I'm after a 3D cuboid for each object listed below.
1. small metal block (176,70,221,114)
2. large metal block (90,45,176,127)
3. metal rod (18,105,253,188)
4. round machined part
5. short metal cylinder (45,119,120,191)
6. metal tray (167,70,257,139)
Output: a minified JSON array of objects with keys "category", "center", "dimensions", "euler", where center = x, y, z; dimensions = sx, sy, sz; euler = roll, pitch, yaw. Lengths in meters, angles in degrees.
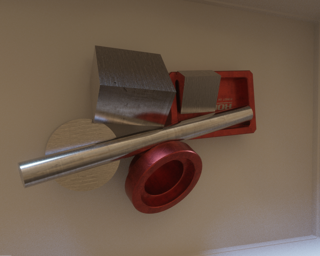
[{"category":"small metal block","center":[0.048,-0.048,0.405],"dimensions":[0.050,0.025,0.050],"euler":[-5,118,-20]},{"category":"large metal block","center":[-0.035,-0.049,0.359],"dimensions":[0.081,0.080,0.050],"euler":[3,131,-19]},{"category":"metal rod","center":[-0.003,0.012,0.365],"dimensions":[0.303,0.025,0.025],"euler":[-15,95,-31]},{"category":"round machined part","center":[0.000,0.056,0.384],"dimensions":[0.099,0.042,0.097],"euler":[-21,133,-24]},{"category":"short metal cylinder","center":[-0.091,0.029,0.362],"dimensions":[0.081,0.050,0.079],"euler":[0,90,-21]},{"category":"metal tray","center":[0.069,-0.033,0.432],"dimensions":[0.131,0.030,0.089],"euler":[-5,92,-20]}]
